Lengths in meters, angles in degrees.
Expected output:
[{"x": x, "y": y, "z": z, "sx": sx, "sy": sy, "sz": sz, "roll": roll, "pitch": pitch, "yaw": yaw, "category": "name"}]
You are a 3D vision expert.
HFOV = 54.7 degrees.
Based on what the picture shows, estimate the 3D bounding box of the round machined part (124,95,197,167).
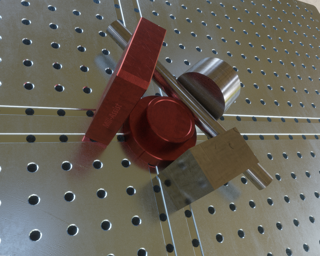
[{"x": 0.006, "y": -0.002, "z": 0.403, "sx": 0.099, "sy": 0.042, "sz": 0.098, "roll": 14, "pitch": 56, "yaw": -21, "category": "round machined part"}]

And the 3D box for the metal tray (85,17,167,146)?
[{"x": -0.041, "y": -0.047, "z": 0.349, "sx": 0.030, "sy": 0.129, "sz": 0.090, "roll": 25, "pitch": 53, "yaw": -14, "category": "metal tray"}]

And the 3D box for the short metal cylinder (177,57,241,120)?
[{"x": 0.067, "y": -0.054, "z": 0.442, "sx": 0.080, "sy": 0.080, "sz": 0.050, "roll": 45, "pitch": 51, "yaw": 2, "category": "short metal cylinder"}]

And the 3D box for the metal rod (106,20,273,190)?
[{"x": 0.038, "y": -0.033, "z": 0.423, "sx": 0.300, "sy": 0.025, "sz": 0.025, "roll": 46, "pitch": 51, "yaw": 4, "category": "metal rod"}]

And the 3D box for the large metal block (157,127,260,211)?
[{"x": 0.057, "y": 0.049, "z": 0.375, "sx": 0.081, "sy": 0.080, "sz": 0.050, "roll": -21, "pitch": 73, "yaw": -36, "category": "large metal block"}]
